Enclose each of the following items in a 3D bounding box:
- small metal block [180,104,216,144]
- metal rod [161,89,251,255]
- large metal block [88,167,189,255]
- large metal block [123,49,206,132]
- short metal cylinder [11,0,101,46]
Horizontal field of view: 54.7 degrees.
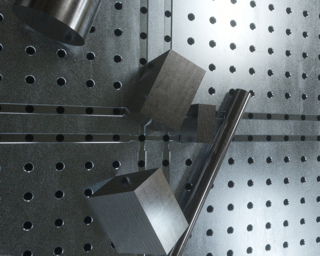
[{"bbox_3d":[0.050,-0.006,0.419,0.025,0.050,0.050,4,89,-20],"label":"small metal block"},{"bbox_3d":[0.060,0.081,0.436,0.025,0.025,0.299,29,80,-18],"label":"metal rod"},{"bbox_3d":[-0.026,0.099,0.367,0.050,0.080,0.080,-37,104,-49],"label":"large metal block"},{"bbox_3d":[0.002,-0.042,0.385,0.050,0.080,0.080,28,81,-18],"label":"large metal block"},{"bbox_3d":[-0.112,-0.133,0.342,0.080,0.080,0.050,23,83,-19],"label":"short metal cylinder"}]
